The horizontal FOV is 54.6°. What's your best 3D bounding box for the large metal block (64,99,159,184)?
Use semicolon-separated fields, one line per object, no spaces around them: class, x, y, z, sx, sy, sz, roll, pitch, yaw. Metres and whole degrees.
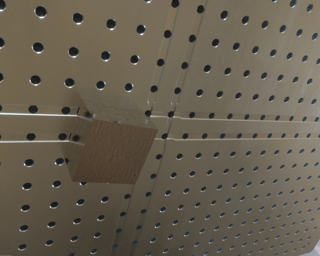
large metal block;-0.060;0.019;0.373;0.081;0.050;0.080;10;114;-33
